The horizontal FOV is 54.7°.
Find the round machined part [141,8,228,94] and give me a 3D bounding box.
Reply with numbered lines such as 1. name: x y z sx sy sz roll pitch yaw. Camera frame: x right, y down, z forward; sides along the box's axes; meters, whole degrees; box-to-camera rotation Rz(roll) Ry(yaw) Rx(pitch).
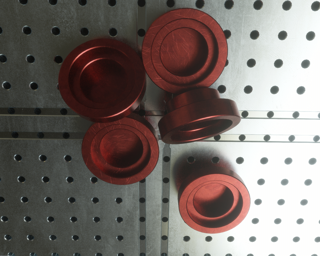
1. round machined part: 0.028 -0.092 0.371 0.099 0.042 0.097 0 110 -1

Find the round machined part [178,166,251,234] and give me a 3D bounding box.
1. round machined part: 0.074 0.098 0.441 0.099 0.042 0.097 0 110 -1

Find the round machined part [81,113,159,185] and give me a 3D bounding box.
1. round machined part: -0.050 0.023 0.412 0.099 0.042 0.097 0 111 -1

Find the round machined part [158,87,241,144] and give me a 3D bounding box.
1. round machined part: 0.045 -0.016 0.380 0.098 0.098 0.042 -15 73 5

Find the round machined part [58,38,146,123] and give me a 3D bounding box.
1. round machined part: -0.065 -0.053 0.368 0.099 0.042 0.098 0 76 2
